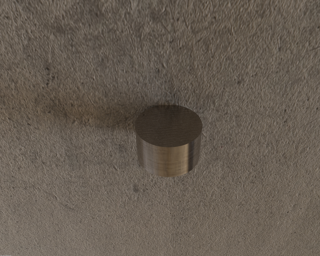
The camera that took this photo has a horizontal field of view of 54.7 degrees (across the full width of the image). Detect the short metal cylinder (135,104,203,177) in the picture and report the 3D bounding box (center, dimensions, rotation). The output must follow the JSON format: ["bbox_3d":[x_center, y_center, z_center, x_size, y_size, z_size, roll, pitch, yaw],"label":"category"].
[{"bbox_3d":[0.011,0.014,0.385,0.081,0.080,0.050,-1,130,0],"label":"short metal cylinder"}]
